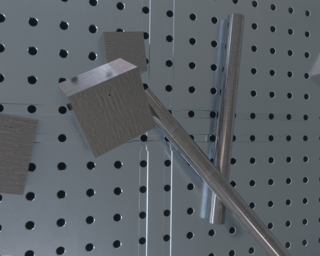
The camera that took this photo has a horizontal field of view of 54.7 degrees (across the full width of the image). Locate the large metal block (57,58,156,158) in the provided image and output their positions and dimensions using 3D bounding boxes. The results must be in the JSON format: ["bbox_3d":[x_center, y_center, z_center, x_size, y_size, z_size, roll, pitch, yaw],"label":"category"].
[{"bbox_3d":[-0.060,-0.025,0.362,0.081,0.050,0.080,-28,123,-18],"label":"large metal block"}]

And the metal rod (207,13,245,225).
[{"bbox_3d":[0.095,-0.014,0.447,0.025,0.025,0.298,7,88,-20],"label":"metal rod"}]

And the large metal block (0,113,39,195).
[{"bbox_3d":[-0.181,0.023,0.333,0.081,0.050,0.080,11,86,-20],"label":"large metal block"}]

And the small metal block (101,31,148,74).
[{"bbox_3d":[-0.046,-0.095,0.395,0.050,0.025,0.050,-7,93,-20],"label":"small metal block"}]

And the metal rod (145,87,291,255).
[{"bbox_3d":[0.073,0.069,0.416,0.025,0.025,0.300,-42,95,-15],"label":"metal rod"}]
